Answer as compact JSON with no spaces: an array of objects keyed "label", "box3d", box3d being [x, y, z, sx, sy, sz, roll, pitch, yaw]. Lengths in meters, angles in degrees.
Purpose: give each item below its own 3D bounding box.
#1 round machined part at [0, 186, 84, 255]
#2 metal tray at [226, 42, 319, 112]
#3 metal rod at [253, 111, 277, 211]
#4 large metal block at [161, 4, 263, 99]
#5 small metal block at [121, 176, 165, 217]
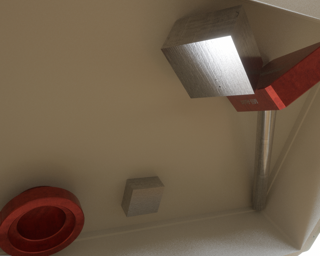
[{"label":"round machined part","box3d":[-0.149,0.112,0.386,0.099,0.042,0.097,-14,125,-21]},{"label":"metal tray","box3d":[0.146,-0.059,0.388,0.090,0.130,0.030,-37,96,-5]},{"label":"metal rod","box3d":[0.169,0.051,0.509,0.025,0.025,0.299,-27,136,-12]},{"label":"large metal block","box3d":[0.061,-0.081,0.349,0.080,0.080,0.050,53,50,-40]},{"label":"small metal block","box3d":[-0.026,0.101,0.459,0.050,0.025,0.050,-1,119,-29]}]
